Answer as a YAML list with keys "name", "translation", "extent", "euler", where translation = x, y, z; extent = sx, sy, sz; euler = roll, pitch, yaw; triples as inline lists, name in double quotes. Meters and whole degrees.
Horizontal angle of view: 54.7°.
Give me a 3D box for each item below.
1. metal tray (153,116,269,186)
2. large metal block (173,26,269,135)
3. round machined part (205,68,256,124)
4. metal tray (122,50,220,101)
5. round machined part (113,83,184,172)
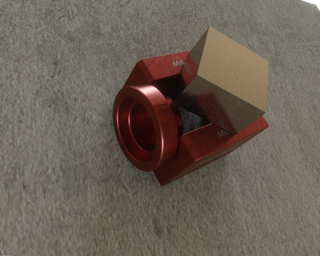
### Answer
- name: "metal tray"
  translation: [0.062, 0.022, 0.383]
  extent: [0.131, 0.090, 0.030]
  euler: [-19, 72, -36]
- name: "large metal block"
  translation: [0.069, -0.052, 0.341]
  extent: [0.080, 0.050, 0.080]
  euler: [26, 52, -12]
- name: "round machined part"
  translation: [0.091, -0.038, 0.432]
  extent: [0.042, 0.097, 0.098]
  euler: [-17, 71, -35]
- name: "metal tray"
  translation: [0.014, -0.060, 0.411]
  extent: [0.131, 0.090, 0.030]
  euler: [-20, 73, -36]
- name: "round machined part"
  translation: [-0.011, -0.003, 0.355]
  extent: [0.042, 0.097, 0.098]
  euler: [-17, 71, -35]
